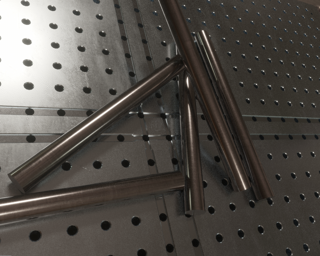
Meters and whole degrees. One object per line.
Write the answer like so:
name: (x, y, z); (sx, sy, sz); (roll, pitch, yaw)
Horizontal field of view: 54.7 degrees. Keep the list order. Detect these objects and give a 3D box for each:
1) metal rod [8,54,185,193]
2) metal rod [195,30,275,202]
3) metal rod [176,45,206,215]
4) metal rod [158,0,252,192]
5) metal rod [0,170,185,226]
metal rod: (-0.046, -0.029, 0.385); (0.025, 0.025, 0.302); (46, 56, 3)
metal rod: (0.111, -0.033, 0.490); (0.025, 0.025, 0.299); (-1, 62, -29)
metal rod: (0.040, -0.027, 0.447); (0.025, 0.025, 0.299); (13, 56, -22)
metal rod: (0.059, -0.057, 0.429); (0.025, 0.025, 0.299); (-19, 86, -36)
metal rod: (-0.107, 0.074, 0.305); (0.303, 0.025, 0.025); (-4, 64, -30)
